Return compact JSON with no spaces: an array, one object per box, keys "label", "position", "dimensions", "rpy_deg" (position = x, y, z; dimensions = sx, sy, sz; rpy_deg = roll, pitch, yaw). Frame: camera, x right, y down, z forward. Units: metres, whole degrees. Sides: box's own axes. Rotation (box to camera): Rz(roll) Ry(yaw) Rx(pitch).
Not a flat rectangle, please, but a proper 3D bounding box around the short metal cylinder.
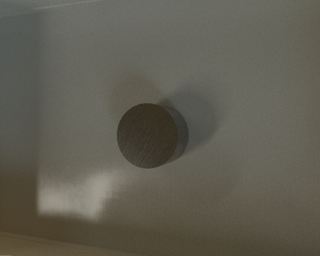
[{"label":"short metal cylinder","position":[-0.008,0.009,0.400],"dimensions":[0.080,0.050,0.080],"rpy_deg":[0,90,20]}]
